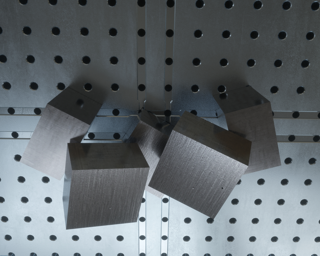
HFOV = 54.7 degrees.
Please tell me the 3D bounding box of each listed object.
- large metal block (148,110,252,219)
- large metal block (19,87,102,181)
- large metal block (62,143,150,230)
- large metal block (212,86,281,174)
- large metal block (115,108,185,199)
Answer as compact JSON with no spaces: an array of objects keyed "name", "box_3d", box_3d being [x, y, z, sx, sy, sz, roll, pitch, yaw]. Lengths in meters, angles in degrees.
[{"name":"large metal block","box_3d":[0.043,0.040,0.341,0.080,0.050,0.079,26,122,6]},{"name":"large metal block","box_3d":[-0.119,0.004,0.383,0.050,0.080,0.080,28,107,-10]},{"name":"large metal block","box_3d":[-0.064,0.064,0.353,0.081,0.050,0.079,1,119,-23]},{"name":"large metal block","box_3d":[0.105,0.000,0.385,0.050,0.080,0.080,-15,110,5]},{"name":"large metal block","box_3d":[-0.011,0.033,0.411,0.080,0.050,0.080,31,107,-11]}]
